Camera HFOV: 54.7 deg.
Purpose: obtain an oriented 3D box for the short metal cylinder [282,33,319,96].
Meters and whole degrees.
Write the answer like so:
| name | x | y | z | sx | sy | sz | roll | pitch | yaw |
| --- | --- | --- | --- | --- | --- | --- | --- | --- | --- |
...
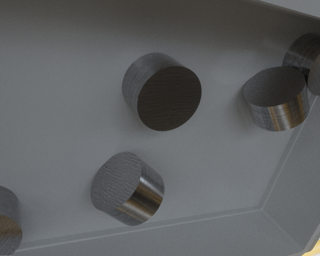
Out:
| name | x | y | z | sx | sy | sz | roll | pitch | yaw |
| --- | --- | --- | --- | --- | --- | --- | --- | --- | --- |
| short metal cylinder | 0.231 | -0.095 | 0.460 | 0.081 | 0.050 | 0.079 | -14 | 124 | -21 |

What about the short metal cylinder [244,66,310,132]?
| name | x | y | z | sx | sy | sz | roll | pitch | yaw |
| --- | --- | --- | --- | --- | --- | --- | --- | --- | --- |
| short metal cylinder | 0.165 | -0.041 | 0.437 | 0.080 | 0.080 | 0.050 | -36 | 129 | -4 |

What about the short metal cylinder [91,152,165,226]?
| name | x | y | z | sx | sy | sz | roll | pitch | yaw |
| --- | --- | --- | --- | --- | --- | --- | --- | --- | --- |
| short metal cylinder | -0.042 | 0.078 | 0.398 | 0.080 | 0.080 | 0.050 | -43 | 129 | 2 |

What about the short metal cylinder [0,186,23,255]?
| name | x | y | z | sx | sy | sz | roll | pitch | yaw |
| --- | --- | --- | --- | --- | --- | --- | --- | --- | --- |
| short metal cylinder | -0.202 | 0.111 | 0.351 | 0.081 | 0.050 | 0.079 | -14 | 124 | -21 |

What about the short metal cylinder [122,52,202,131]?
| name | x | y | z | sx | sy | sz | roll | pitch | yaw |
| --- | --- | --- | --- | --- | --- | --- | --- | --- | --- |
| short metal cylinder | 0.002 | -0.043 | 0.366 | 0.081 | 0.050 | 0.079 | -14 | 124 | -21 |
